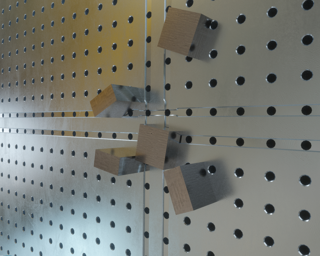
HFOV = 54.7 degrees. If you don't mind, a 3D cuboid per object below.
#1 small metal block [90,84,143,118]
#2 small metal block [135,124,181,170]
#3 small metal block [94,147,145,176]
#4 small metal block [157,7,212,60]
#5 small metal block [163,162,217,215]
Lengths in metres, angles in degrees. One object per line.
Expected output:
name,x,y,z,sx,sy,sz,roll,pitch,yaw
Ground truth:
small metal block,-0.062,-0.037,0.442,0.050,0.050,0.025,-31,71,35
small metal block,-0.003,0.024,0.410,0.050,0.025,0.050,14,99,38
small metal block,-0.056,0.046,0.437,0.050,0.050,0.025,12,98,39
small metal block,0.030,-0.117,0.383,0.050,0.025,0.050,28,108,36
small metal block,0.036,0.069,0.362,0.025,0.050,0.050,-27,73,37
